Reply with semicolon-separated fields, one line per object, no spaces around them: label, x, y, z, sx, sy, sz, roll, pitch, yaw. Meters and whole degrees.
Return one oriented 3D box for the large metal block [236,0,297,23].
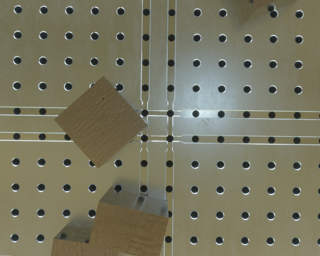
large metal block;0.138;-0.197;0.402;0.080;0.050;0.080;-24;90;0

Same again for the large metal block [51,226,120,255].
large metal block;-0.095;0.179;0.400;0.080;0.050;0.080;8;90;0

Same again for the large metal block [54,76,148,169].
large metal block;-0.072;-0.007;0.400;0.080;0.050;0.080;-42;90;0

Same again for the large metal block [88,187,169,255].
large metal block;-0.035;0.115;0.386;0.080;0.080;0.050;14;90;0
